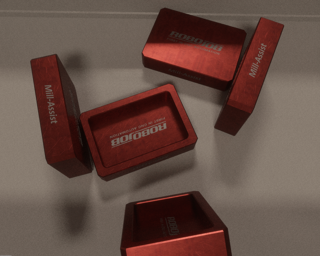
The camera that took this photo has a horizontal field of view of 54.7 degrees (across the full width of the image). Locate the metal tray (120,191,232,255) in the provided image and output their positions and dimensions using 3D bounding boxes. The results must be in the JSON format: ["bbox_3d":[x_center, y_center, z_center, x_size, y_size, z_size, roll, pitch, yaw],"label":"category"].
[{"bbox_3d":[0.010,0.102,0.316,0.091,0.130,0.030,-9,93,-4],"label":"metal tray"}]

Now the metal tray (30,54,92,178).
[{"bbox_3d":[-0.118,-0.012,0.377,0.030,0.090,0.130,-15,71,-5],"label":"metal tray"}]

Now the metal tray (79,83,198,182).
[{"bbox_3d":[-0.028,0.004,0.404,0.131,0.030,0.090,-20,71,-8],"label":"metal tray"}]

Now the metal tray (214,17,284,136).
[{"bbox_3d":[0.113,-0.063,0.399,0.030,0.090,0.130,23,71,8],"label":"metal tray"}]

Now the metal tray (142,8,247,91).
[{"bbox_3d":[0.049,-0.115,0.450,0.131,0.030,0.090,18,71,6],"label":"metal tray"}]
